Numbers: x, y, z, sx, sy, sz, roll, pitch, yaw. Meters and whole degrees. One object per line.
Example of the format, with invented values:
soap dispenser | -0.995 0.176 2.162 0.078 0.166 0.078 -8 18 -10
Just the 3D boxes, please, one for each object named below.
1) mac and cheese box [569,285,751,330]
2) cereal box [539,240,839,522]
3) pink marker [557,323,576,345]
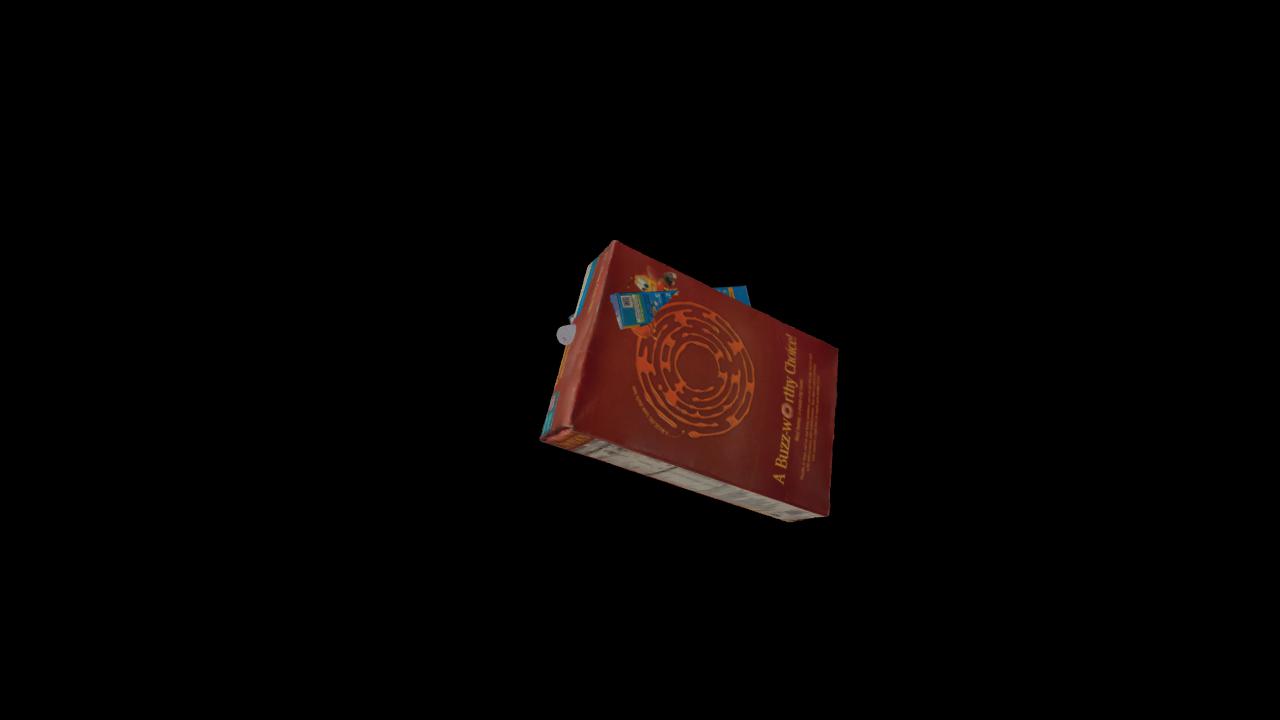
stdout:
mac and cheese box | 0.025 -0.048 0.662 0.184 0.041 0.093 -8 -8 -38
cereal box | 0.067 0.031 0.645 0.306 0.203 0.081 21 -27 -21
pink marker | -0.045 -0.035 0.640 0.020 0.020 0.121 0 11 28
